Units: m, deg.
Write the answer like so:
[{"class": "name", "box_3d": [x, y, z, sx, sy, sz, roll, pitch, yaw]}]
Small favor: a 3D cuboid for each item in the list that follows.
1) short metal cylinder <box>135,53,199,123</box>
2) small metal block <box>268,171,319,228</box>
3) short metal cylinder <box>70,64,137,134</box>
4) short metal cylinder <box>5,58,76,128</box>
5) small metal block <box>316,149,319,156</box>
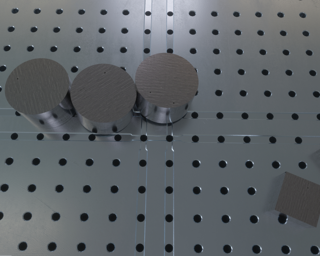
[{"class": "short metal cylinder", "box_3d": [0.007, -0.052, 0.413, 0.081, 0.050, 0.080, 2, 68, -6]}, {"class": "small metal block", "box_3d": [0.168, 0.088, 0.381, 0.050, 0.025, 0.050, 23, 71, 8]}, {"class": "short metal cylinder", "box_3d": [-0.072, -0.037, 0.406, 0.081, 0.050, 0.080, 2, 72, -7]}, {"class": "short metal cylinder", "box_3d": [-0.155, -0.045, 0.414, 0.081, 0.050, 0.080, 0, 70, 0]}, {"class": "small metal block", "box_3d": [0.244, 0.034, 0.401, 0.050, 0.025, 0.050, -32, 73, -11]}]
